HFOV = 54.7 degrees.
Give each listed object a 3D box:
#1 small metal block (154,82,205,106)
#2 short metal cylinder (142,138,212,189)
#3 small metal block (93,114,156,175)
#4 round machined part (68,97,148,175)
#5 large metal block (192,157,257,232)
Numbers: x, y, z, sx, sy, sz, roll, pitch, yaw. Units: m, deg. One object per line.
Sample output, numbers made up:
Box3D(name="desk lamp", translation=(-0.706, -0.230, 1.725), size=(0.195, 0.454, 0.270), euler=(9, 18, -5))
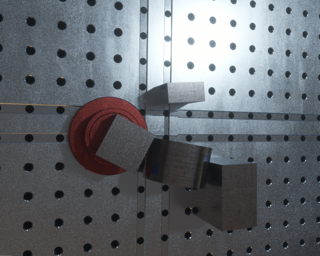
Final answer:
Box3D(name="small metal block", translation=(0.025, -0.045, 0.410), size=(0.050, 0.050, 0.025), euler=(-5, 92, -20))
Box3D(name="short metal cylinder", translation=(0.022, 0.043, 0.393), size=(0.081, 0.080, 0.050), euler=(11, 87, -20))
Box3D(name="small metal block", translation=(-0.041, 0.018, 0.354), size=(0.050, 0.025, 0.050), euler=(30, 80, -18))
Box3D(name="round machined part", translation=(-0.061, 0.010, 0.382), size=(0.099, 0.042, 0.097), euler=(0, 90, -20))
Box3D(name="large metal block", translation=(0.084, 0.084, 0.416), size=(0.050, 0.080, 0.079), euler=(0, 90, -20))
